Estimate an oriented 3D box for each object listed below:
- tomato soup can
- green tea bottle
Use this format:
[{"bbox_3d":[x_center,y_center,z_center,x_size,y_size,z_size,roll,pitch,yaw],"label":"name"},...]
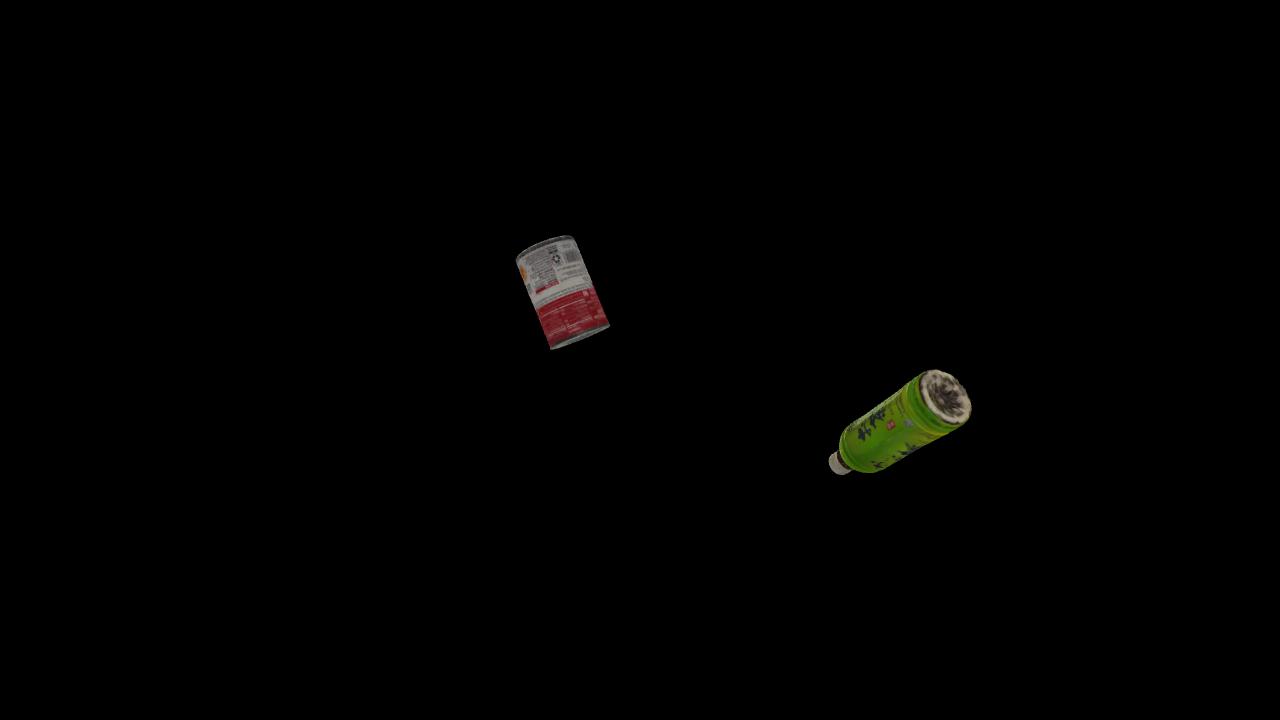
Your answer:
[{"bbox_3d":[-0.081,-0.069,0.638,0.068,0.101,0.068,-22,0,0],"label":"tomato soup can"},{"bbox_3d":[0.299,0.089,0.744,0.073,0.073,0.212,0,-30,-18],"label":"green tea bottle"}]
